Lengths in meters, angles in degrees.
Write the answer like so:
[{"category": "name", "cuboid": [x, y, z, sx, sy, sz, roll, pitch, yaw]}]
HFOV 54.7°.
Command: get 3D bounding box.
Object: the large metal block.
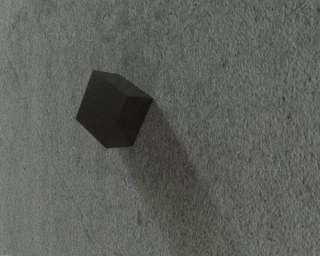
[{"category": "large metal block", "cuboid": [-0.067, -0.027, 0.444, 0.080, 0.050, 0.079, 38, 113, 33]}]
